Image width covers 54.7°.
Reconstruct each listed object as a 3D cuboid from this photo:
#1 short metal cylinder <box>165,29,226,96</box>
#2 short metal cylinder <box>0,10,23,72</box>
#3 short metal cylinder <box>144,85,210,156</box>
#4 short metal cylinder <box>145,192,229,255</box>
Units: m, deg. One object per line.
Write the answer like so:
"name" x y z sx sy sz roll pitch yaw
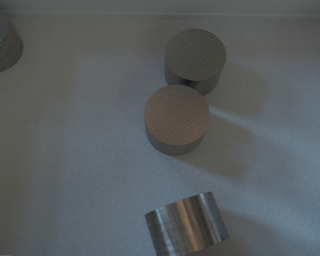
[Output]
"short metal cylinder" 0.047 -0.089 0.429 0.081 0.050 0.080 0 70 0
"short metal cylinder" -0.245 -0.125 0.440 0.081 0.050 0.080 0 70 0
"short metal cylinder" 0.021 -0.009 0.400 0.081 0.050 0.080 0 70 0
"short metal cylinder" 0.029 0.108 0.341 0.080 0.080 0.050 -17 71 -6
